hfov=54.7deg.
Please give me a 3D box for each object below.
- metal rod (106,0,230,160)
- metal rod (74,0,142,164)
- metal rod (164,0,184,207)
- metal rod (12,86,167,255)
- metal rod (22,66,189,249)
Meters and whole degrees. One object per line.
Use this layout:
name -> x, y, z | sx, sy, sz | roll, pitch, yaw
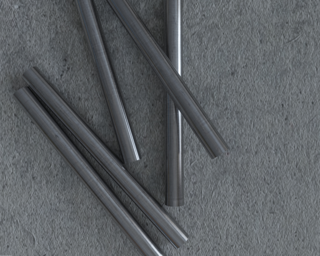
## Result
metal rod -> -0.008, -0.093, 0.389 | 0.025, 0.025, 0.299 | -33, 82, 0
metal rod -> -0.079, -0.099, 0.409 | 0.025, 0.025, 0.298 | -17, 90, 0
metal rod -> 0.018, -0.048, 0.409 | 0.025, 0.025, 0.298 | 0, 90, 0
metal rod -> -0.089, 0.069, 0.409 | 0.025, 0.025, 0.300 | -39, 90, 0
metal rod -> -0.071, 0.039, 0.409 | 0.025, 0.025, 0.300 | -42, 90, 0
